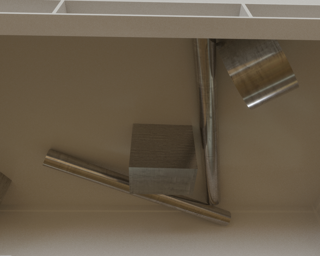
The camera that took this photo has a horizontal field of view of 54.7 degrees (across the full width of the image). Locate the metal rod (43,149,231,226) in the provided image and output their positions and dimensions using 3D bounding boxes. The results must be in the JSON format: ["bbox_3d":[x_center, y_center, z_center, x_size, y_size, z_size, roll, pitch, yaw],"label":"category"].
[{"bbox_3d":[-0.026,0.096,0.477,0.302,0.025,0.025,22,127,-13],"label":"metal rod"}]

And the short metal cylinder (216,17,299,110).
[{"bbox_3d":[0.100,-0.065,0.319,0.050,0.080,0.080,-28,125,21],"label":"short metal cylinder"}]

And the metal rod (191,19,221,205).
[{"bbox_3d":[0.066,0.005,0.414,0.025,0.025,0.298,-7,130,5],"label":"metal rod"}]

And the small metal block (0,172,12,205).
[{"bbox_3d":[-0.264,0.100,0.474,0.050,0.050,0.025,-22,127,17],"label":"small metal block"}]

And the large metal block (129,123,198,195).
[{"bbox_3d":[0.003,0.040,0.407,0.081,0.080,0.050,2,130,-2],"label":"large metal block"}]
